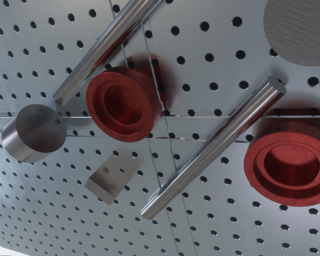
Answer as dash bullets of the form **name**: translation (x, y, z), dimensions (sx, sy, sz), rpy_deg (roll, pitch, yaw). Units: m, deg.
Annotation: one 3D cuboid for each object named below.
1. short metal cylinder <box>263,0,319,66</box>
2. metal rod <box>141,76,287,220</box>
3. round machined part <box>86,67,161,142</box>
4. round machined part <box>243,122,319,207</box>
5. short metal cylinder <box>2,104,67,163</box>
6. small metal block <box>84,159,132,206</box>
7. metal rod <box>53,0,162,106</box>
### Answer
- **short metal cylinder**: translation (0.134, -0.099, 0.263), dimensions (0.080, 0.050, 0.079), rpy_deg (13, 124, 21)
- **metal rod**: translation (0.050, 0.047, 0.413), dimensions (0.025, 0.025, 0.298), rpy_deg (39, 129, 2)
- **round machined part**: translation (-0.043, -0.033, 0.403), dimensions (0.098, 0.042, 0.097), rpy_deg (13, 124, 21)
- **round machined part**: translation (0.147, 0.036, 0.345), dimensions (0.098, 0.042, 0.097), rpy_deg (13, 124, 21)
- **short metal cylinder**: translation (-0.196, 0.009, 0.485), dimensions (0.050, 0.080, 0.080), rpy_deg (-28, 103, 37)
- **small metal block**: translation (-0.082, 0.086, 0.492), dimensions (0.050, 0.050, 0.025), rpy_deg (37, 129, 3)
- **metal rod**: translation (-0.052, -0.112, 0.369), dimensions (0.025, 0.025, 0.299), rpy_deg (49, 129, -7)
